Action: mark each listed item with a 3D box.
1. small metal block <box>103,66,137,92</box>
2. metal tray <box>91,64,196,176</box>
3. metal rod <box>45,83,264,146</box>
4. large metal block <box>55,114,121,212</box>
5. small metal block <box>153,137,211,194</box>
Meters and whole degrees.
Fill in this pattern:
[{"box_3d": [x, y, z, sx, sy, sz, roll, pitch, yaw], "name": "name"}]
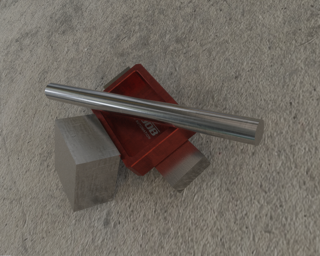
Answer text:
[{"box_3d": [-0.050, -0.057, 0.465, 0.050, 0.025, 0.050, -39, 51, 2], "name": "small metal block"}, {"box_3d": [-0.026, -0.015, 0.391, 0.090, 0.030, 0.130, -39, 51, 1], "name": "metal tray"}, {"box_3d": [-0.032, -0.024, 0.365, 0.300, 0.025, 0.025, 13, 68, 33], "name": "metal rod"}, {"box_3d": [-0.093, 0.041, 0.381, 0.050, 0.079, 0.080, -11, 43, -30], "name": "large metal block"}, {"box_3d": [0.023, 0.040, 0.368, 0.050, 0.025, 0.050, -43, 51, -2], "name": "small metal block"}]
